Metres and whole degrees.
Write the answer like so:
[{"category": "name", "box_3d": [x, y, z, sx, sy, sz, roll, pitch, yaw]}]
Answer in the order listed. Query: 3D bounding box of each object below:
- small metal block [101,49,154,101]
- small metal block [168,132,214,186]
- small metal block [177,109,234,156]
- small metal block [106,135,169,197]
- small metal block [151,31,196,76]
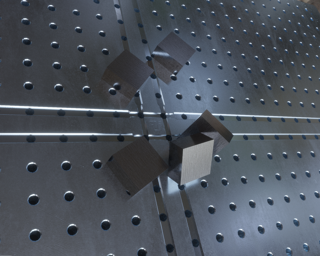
[{"category": "small metal block", "box_3d": [-0.044, -0.075, 0.431, 0.050, 0.025, 0.050, 37, 51, -4]}, {"category": "small metal block", "box_3d": [0.039, 0.038, 0.389, 0.050, 0.050, 0.025, -14, 28, -34]}, {"category": "small metal block", "box_3d": [0.061, 0.012, 0.416, 0.050, 0.050, 0.025, 45, 34, 2]}, {"category": "small metal block", "box_3d": [-0.026, 0.045, 0.368, 0.050, 0.025, 0.050, -33, 81, -38]}, {"category": "small metal block", "box_3d": [0.022, -0.119, 0.495, 0.050, 0.025, 0.050, 39, 51, -3]}]
